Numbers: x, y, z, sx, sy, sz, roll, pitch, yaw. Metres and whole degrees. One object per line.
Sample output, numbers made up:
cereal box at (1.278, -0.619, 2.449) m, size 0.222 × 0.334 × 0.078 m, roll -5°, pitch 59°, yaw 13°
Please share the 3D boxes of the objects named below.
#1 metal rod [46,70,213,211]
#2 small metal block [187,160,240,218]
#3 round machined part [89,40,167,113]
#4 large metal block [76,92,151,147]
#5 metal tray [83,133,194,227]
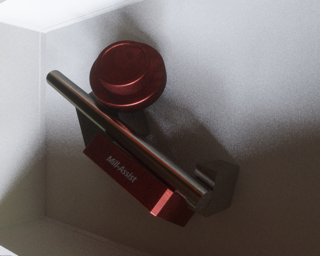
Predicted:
metal rod at (-0.058, -0.002, 0.384) m, size 0.300 × 0.025 × 0.025 m, roll 36°, pitch 112°, yaw 33°
small metal block at (0.059, 0.064, 0.339) m, size 0.025 × 0.050 × 0.050 m, roll 19°, pitch 102°, yaw 38°
round machined part at (-0.043, -0.072, 0.393) m, size 0.099 × 0.042 × 0.098 m, roll -3°, pitch 65°, yaw 7°
large metal block at (-0.070, -0.013, 0.443) m, size 0.080 × 0.050 × 0.080 m, roll -28°, pitch 73°, yaw 36°
metal tray at (-0.024, 0.062, 0.376) m, size 0.130 × 0.090 × 0.030 m, roll 33°, pitch 83°, yaw 34°
